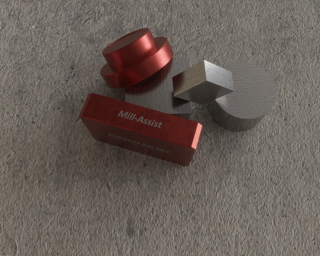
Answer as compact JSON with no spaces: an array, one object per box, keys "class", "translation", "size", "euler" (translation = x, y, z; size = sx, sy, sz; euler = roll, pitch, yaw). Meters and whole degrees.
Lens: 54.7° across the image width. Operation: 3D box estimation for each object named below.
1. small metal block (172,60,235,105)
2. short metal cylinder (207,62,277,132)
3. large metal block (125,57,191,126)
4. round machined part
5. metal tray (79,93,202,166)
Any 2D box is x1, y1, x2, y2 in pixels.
[{"class":"small metal block","translation":[0.051,-0.052,0.367],"size":[0.050,0.050,0.025],"euler":[11,67,-41]},{"class":"short metal cylinder","translation":[0.106,-0.040,0.412],"size":[0.081,0.050,0.080],"euler":[0,70,0]},{"class":"large metal block","translation":[-0.004,-0.046,0.414],"size":[0.081,0.050,0.080],"euler":[-1,70,-1]},{"class":"round machined part","translation":[-0.036,-0.096,0.405],"size":[0.098,0.098,0.042],"euler":[-35,118,-12]},{"class":"metal tray","translation":[-0.021,0.005,0.372],"size":[0.131,0.090,0.030],"euler":[16,71,5]}]
